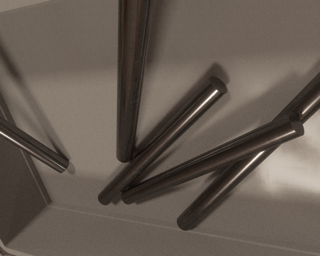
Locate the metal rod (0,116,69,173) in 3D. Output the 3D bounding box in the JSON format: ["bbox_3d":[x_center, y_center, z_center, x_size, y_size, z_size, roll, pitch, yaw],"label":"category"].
[{"bbox_3d":[-0.257,-0.017,0.454,0.025,0.025,0.300,-19,133,35],"label":"metal rod"}]

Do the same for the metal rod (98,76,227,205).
[{"bbox_3d":[-0.015,0.036,0.437,0.025,0.025,0.298,42,129,-1],"label":"metal rod"}]

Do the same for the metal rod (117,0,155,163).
[{"bbox_3d":[-0.033,-0.028,0.331,0.025,0.025,0.299,31,153,8],"label":"metal rod"}]

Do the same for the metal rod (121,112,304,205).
[{"bbox_3d":[0.040,0.054,0.402,0.025,0.025,0.299,50,134,-8],"label":"metal rod"}]

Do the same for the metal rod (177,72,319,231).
[{"bbox_3d":[0.100,0.049,0.385,0.025,0.025,0.298,36,129,4],"label":"metal rod"}]
